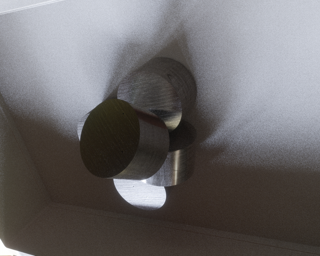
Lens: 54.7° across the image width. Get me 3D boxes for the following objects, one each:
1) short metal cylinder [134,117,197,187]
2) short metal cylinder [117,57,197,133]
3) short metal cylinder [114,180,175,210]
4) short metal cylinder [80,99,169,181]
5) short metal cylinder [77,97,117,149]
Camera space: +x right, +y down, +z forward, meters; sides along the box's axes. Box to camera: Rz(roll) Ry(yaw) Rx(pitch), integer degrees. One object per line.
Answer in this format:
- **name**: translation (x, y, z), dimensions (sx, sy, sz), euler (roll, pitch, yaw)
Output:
- **short metal cylinder**: translation (0.004, 0.027, 0.385), dimensions (0.080, 0.080, 0.050), euler (13, 124, 21)
- **short metal cylinder**: translation (-0.003, -0.038, 0.367), dimensions (0.080, 0.050, 0.079), euler (13, 124, 20)
- **short metal cylinder**: translation (-0.018, 0.069, 0.441), dimensions (0.080, 0.050, 0.079), euler (13, 124, 20)
- **short metal cylinder**: translation (-0.037, 0.014, 0.327), dimensions (0.080, 0.050, 0.080), euler (-9, 74, 33)
- **short metal cylinder**: translation (-0.064, 0.004, 0.424), dimensions (0.080, 0.050, 0.079), euler (13, 124, 20)
